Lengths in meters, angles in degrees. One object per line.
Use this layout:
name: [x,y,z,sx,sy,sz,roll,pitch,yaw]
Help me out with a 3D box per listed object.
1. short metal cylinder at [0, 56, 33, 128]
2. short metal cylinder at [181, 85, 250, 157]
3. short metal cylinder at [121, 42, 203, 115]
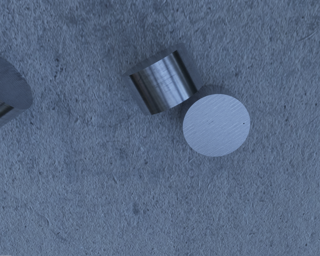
short metal cylinder: [-0.199,-0.042,0.363,0.050,0.080,0.080,-32,107,11]
short metal cylinder: [0.067,-0.010,0.393,0.081,0.050,0.079,0,110,0]
short metal cylinder: [0.003,-0.057,0.359,0.080,0.080,0.050,-26,108,9]
